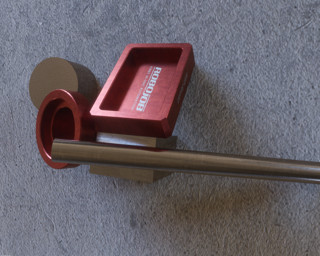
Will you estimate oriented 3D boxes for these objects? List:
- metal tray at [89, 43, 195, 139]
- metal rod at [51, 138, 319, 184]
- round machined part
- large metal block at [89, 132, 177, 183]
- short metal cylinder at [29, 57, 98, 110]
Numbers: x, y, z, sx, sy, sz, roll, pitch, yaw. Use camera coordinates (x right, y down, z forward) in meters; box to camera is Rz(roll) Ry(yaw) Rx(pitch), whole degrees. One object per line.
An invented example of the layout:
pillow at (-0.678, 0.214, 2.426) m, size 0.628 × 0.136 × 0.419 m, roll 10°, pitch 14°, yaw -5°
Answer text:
metal tray at (-0.016, -0.051, 0.372) m, size 0.090 × 0.030 × 0.130 m, roll 5°, pitch 52°, yaw 19°
metal rod at (0.041, 0.037, 0.333) m, size 0.302 × 0.025 × 0.025 m, roll 5°, pitch 92°, yaw -5°
round machined part at (-0.112, 0.002, 0.393) m, size 0.098 × 0.042 × 0.097 m, roll -1°, pitch 88°, yaw 39°
large metal block at (-0.030, 0.032, 0.390) m, size 0.080 × 0.080 × 0.050 m, roll 5°, pitch 92°, yaw 19°
short metal cylinder at (-0.137, -0.057, 0.444) m, size 0.080 × 0.050 × 0.079 m, roll 0°, pitch 90°, yaw 19°
